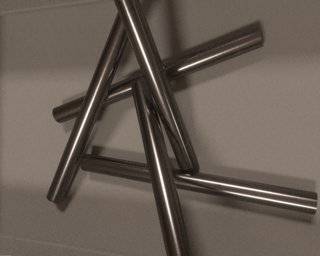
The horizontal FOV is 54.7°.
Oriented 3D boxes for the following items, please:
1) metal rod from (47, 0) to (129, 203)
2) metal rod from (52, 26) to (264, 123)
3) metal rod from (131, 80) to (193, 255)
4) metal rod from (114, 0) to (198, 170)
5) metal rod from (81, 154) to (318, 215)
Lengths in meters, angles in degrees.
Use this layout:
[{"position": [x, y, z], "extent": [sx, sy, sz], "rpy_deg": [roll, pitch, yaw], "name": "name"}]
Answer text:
[{"position": [-0.095, -0.022, 0.418], "extent": [0.025, 0.025, 0.298], "rpy_deg": [32, 109, 17], "name": "metal rod"}, {"position": [-0.016, -0.064, 0.415], "extent": [0.301, 0.025, 0.025], "rpy_deg": [-18, 84, 18], "name": "metal rod"}, {"position": [0.007, 0.075, 0.328], "extent": [0.025, 0.025, 0.299], "rpy_deg": [-24, 61, 18], "name": "metal rod"}, {"position": [-0.015, -0.082, 0.344], "extent": [0.025, 0.025, 0.299], "rpy_deg": [-14, 113, 19], "name": "metal rod"}, {"position": [0.034, 0.067, 0.397], "extent": [0.301, 0.025, 0.025], "rpy_deg": [7, 93, 19], "name": "metal rod"}]
